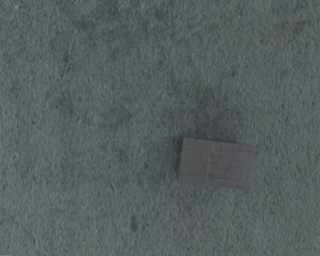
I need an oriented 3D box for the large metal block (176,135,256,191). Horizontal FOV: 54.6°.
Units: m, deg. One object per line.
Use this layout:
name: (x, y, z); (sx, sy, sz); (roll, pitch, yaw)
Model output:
large metal block: (0.063, 0.039, 0.383); (0.080, 0.080, 0.050); (7, 90, 0)
